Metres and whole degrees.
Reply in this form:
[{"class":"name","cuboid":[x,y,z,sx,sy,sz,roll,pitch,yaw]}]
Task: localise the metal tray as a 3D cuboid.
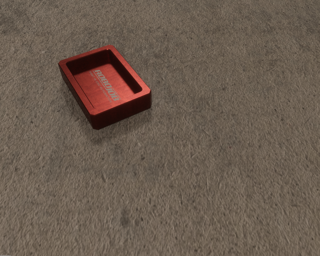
[{"class":"metal tray","cuboid":[-0.082,-0.065,0.452,0.091,0.030,0.130,-24,54,-20]}]
